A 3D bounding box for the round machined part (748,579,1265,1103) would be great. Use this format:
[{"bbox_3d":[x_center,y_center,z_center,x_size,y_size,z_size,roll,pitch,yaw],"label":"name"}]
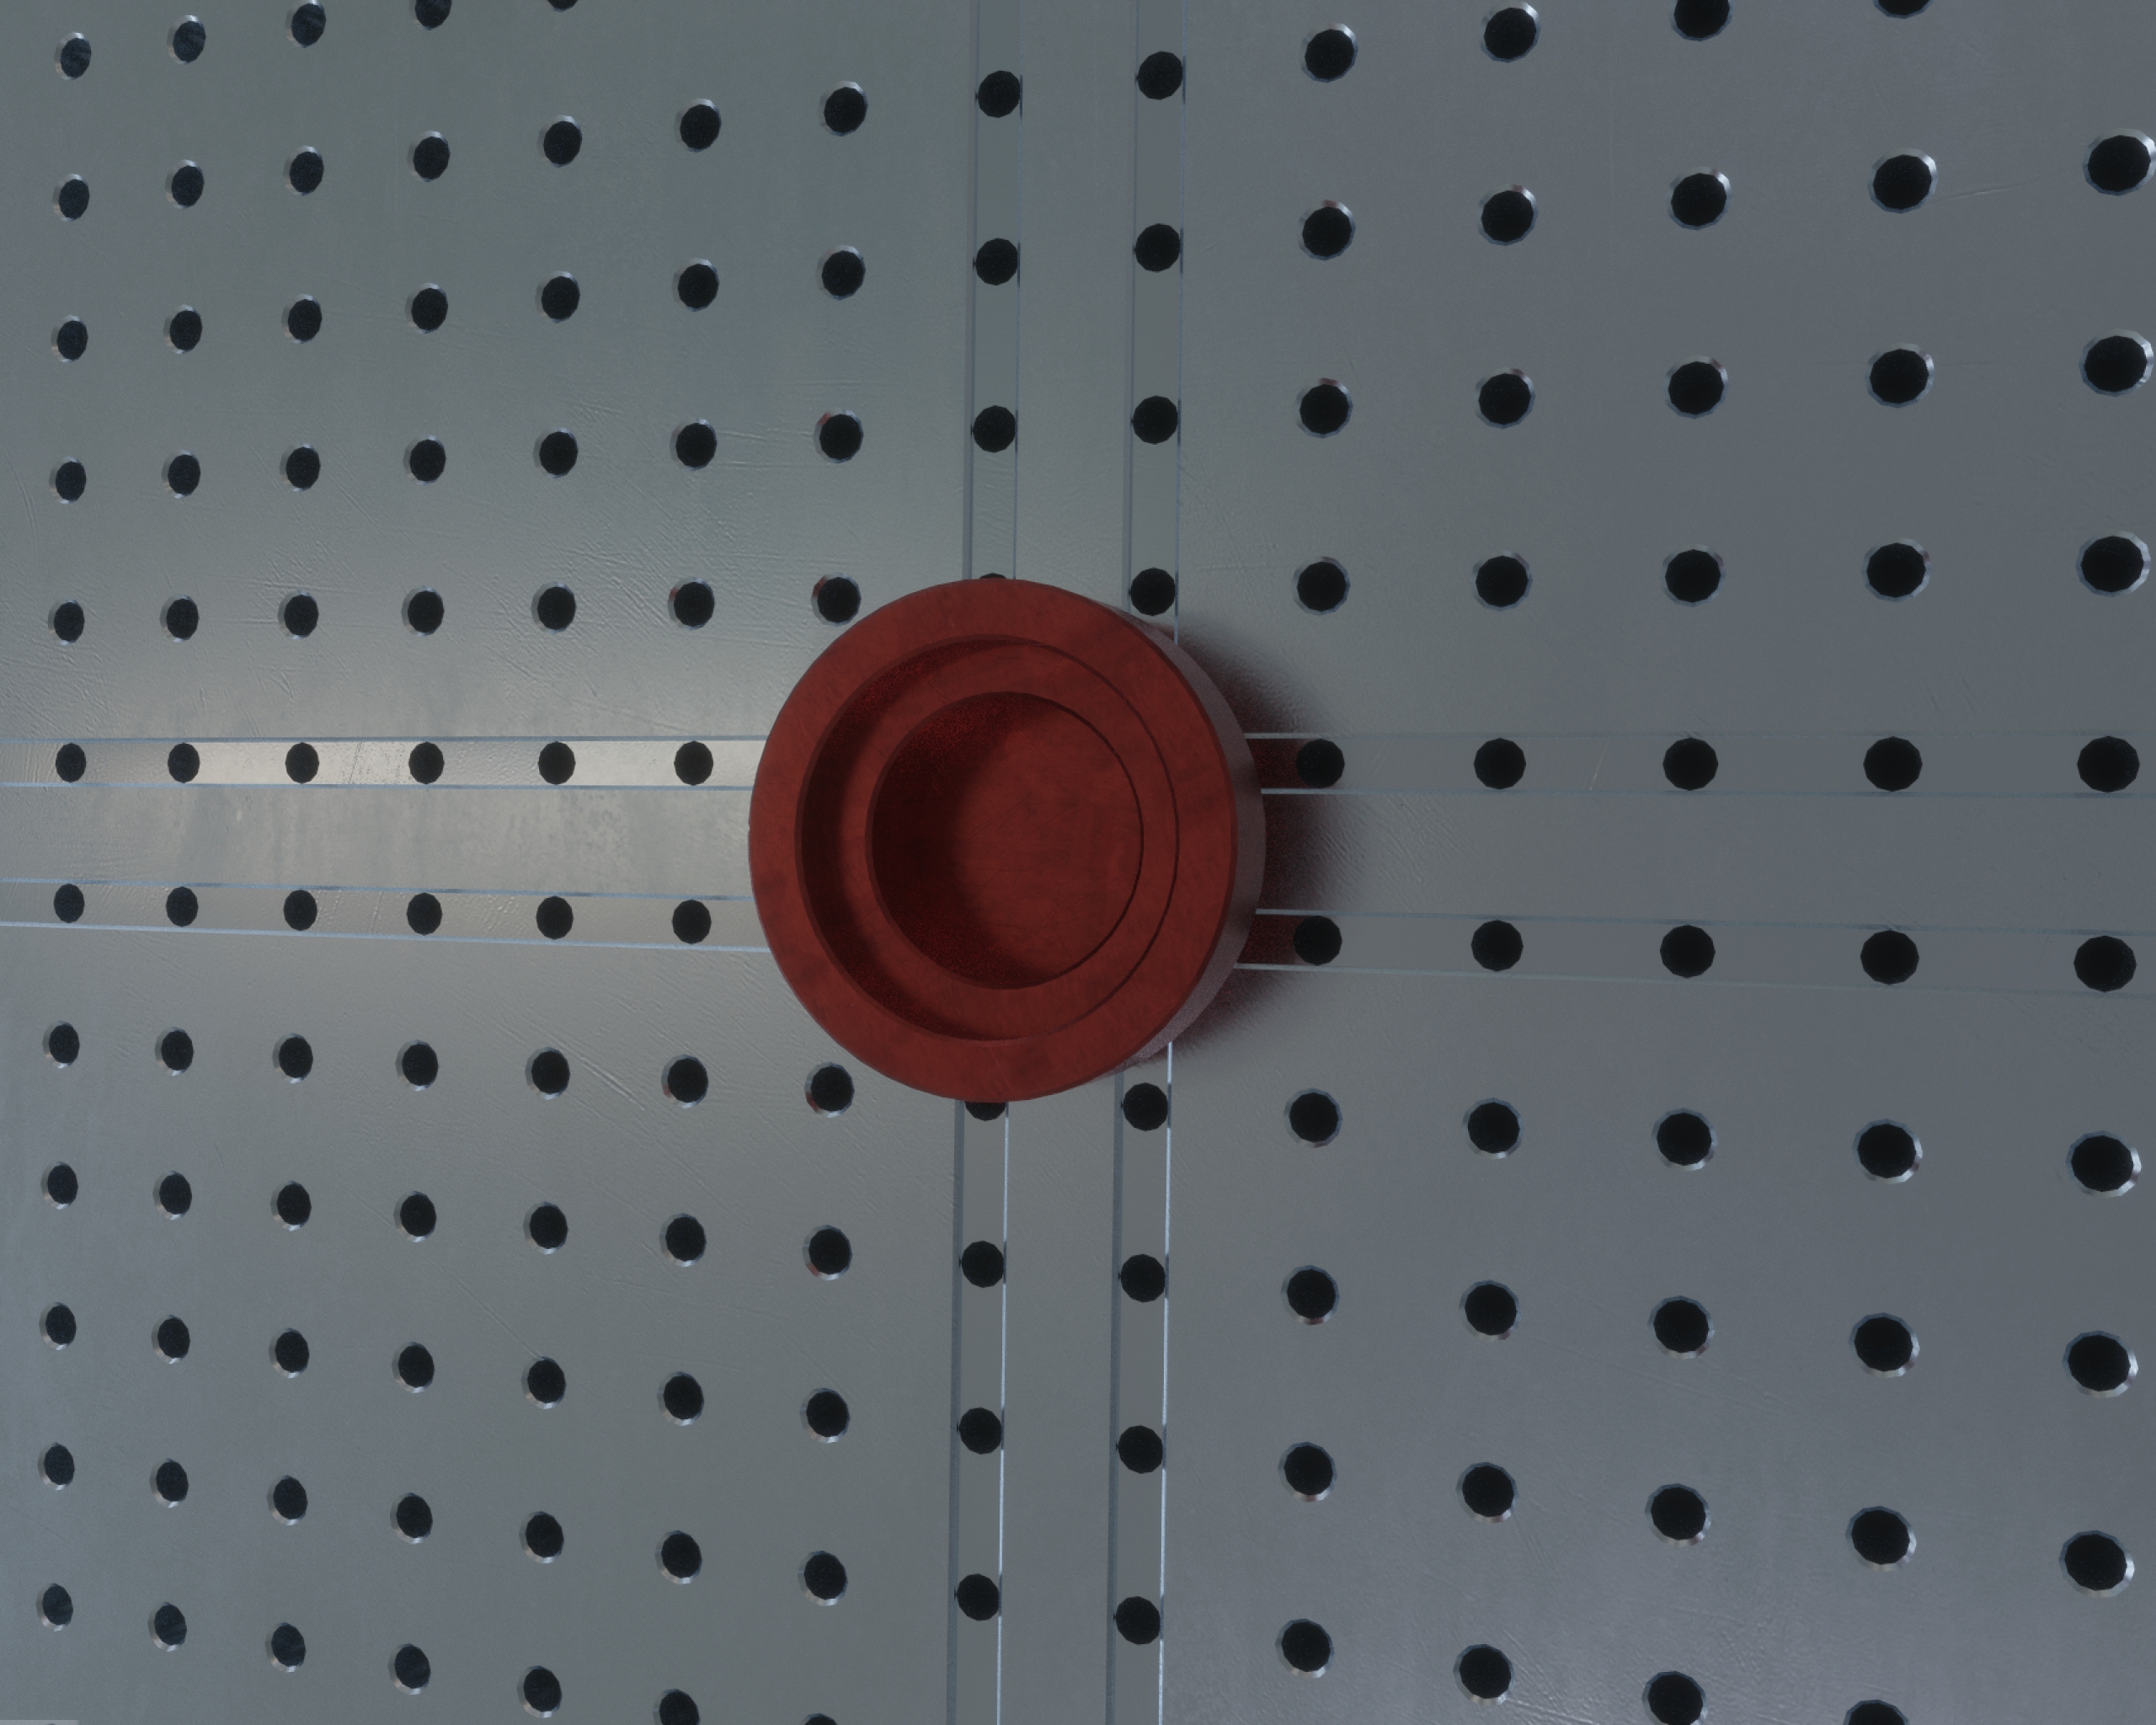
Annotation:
[{"bbox_3d":[-0.011,-0.004,0.407,0.098,0.042,0.097,0,90,20],"label":"round machined part"}]
